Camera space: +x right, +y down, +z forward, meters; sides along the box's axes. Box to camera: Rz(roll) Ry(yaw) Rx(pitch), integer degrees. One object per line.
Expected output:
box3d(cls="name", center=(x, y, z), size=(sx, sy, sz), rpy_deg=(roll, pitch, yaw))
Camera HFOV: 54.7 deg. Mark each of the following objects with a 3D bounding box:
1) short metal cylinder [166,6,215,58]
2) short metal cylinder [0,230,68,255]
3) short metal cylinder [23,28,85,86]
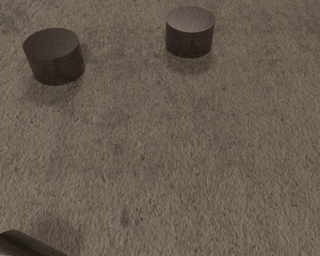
box3d(cls="short metal cylinder", center=(0.050, -0.163, 0.525), size=(0.081, 0.050, 0.080), rpy_deg=(0, 50, 0))
box3d(cls="short metal cylinder", center=(-0.120, 0.133, 0.255), size=(0.050, 0.080, 0.080), rpy_deg=(19, 53, 15))
box3d(cls="short metal cylinder", center=(-0.161, -0.110, 0.478), size=(0.081, 0.050, 0.080), rpy_deg=(0, 50, 0))
